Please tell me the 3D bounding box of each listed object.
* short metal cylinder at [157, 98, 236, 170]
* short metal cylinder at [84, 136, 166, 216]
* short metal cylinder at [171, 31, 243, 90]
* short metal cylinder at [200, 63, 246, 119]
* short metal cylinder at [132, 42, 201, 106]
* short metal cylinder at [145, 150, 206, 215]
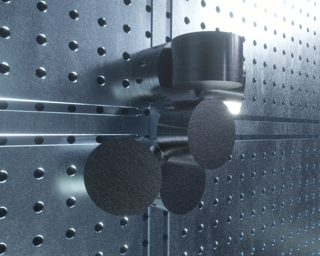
[{"bbox_3d":[0.043,0.006,0.362,0.081,0.050,0.079,0,90,-40],"label":"short metal cylinder"},{"bbox_3d":[-0.035,0.048,0.336,0.050,0.080,0.079,-16,104,-84],"label":"short metal cylinder"},{"bbox_3d":[0.053,-0.073,0.350,0.081,0.080,0.050,0,90,-40],"label":"short metal cylinder"},{"bbox_3d":[0.084,-0.055,0.434,0.050,0.080,0.080,8,83,1],"label":"short metal cylinder"},{"bbox_3d":[0.012,-0.069,0.402,0.081,0.050,0.079,-1,91,-40],"label":"short metal cylinder"},{"bbox_3d":[0.014,0.067,0.403,0.081,0.050,0.079,-1,92,-40],"label":"short metal cylinder"}]
